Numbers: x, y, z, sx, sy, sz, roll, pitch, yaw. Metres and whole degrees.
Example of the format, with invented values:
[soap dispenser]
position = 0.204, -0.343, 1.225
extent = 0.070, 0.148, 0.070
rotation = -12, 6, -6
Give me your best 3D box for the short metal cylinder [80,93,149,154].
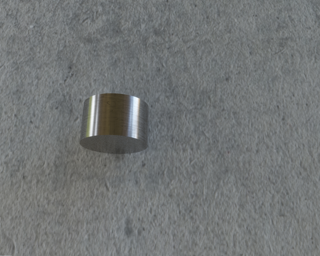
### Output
[short metal cylinder]
position = -0.055, -0.003, 0.379
extent = 0.081, 0.080, 0.050
rotation = 1, 70, 0
